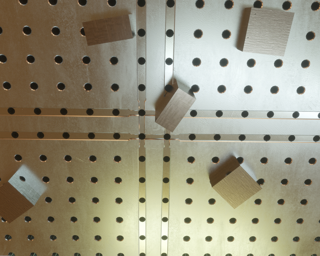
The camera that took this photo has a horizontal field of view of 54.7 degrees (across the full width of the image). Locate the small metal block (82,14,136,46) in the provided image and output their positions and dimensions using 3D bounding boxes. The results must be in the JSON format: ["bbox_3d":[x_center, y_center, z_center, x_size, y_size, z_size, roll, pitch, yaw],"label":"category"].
[{"bbox_3d":[-0.056,-0.114,0.357,0.050,0.050,0.025,-9,110,3],"label":"small metal block"}]

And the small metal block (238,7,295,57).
[{"bbox_3d":[0.126,-0.116,0.373,0.050,0.025,0.050,6,110,-3],"label":"small metal block"}]

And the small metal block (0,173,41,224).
[{"bbox_3d":[-0.213,0.101,0.448,0.050,0.025,0.050,-36,107,12],"label":"small metal block"}]

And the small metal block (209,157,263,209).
[{"bbox_3d":[0.108,0.080,0.444,0.050,0.025,0.050,-42,105,13],"label":"small metal block"}]

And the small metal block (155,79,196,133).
[{"bbox_3d":[0.018,-0.029,0.390,0.025,0.050,0.050,32,107,-11],"label":"small metal block"}]
